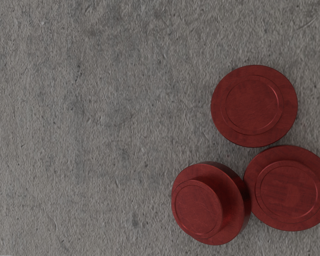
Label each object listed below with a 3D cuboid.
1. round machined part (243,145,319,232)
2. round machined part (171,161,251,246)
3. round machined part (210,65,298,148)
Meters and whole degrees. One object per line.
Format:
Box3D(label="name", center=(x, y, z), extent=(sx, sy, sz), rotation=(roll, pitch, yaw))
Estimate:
Box3D(label="round machined part", center=(0.143, 0.068, 0.349), extent=(0.098, 0.042, 0.097), rotation=(0, 90, 20))
Box3D(label="round machined part", center=(0.052, 0.091, 0.367), extent=(0.098, 0.042, 0.097), rotation=(4, 97, 37))
Box3D(label="round machined part", center=(0.108, -0.025, 0.362), extent=(0.098, 0.042, 0.097), rotation=(0, 90, 20))
